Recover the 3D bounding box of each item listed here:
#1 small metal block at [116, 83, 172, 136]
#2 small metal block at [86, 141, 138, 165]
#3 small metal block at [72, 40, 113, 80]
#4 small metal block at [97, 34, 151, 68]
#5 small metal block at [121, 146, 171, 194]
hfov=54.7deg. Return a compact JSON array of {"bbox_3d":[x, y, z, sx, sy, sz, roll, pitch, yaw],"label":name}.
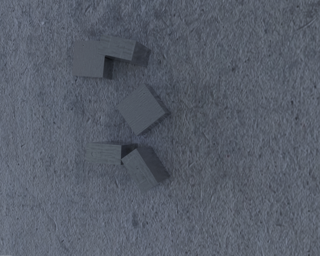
[{"bbox_3d":[-0.022,-0.024,0.417,0.050,0.025,0.050,-38,78,16],"label":"small metal block"},{"bbox_3d":[-0.064,0.033,0.418,0.050,0.050,0.025,3,91,20],"label":"small metal block"},{"bbox_3d":[-0.095,-0.097,0.442,0.050,0.025,0.050,7,92,19],"label":"small metal block"},{"bbox_3d":[-0.046,-0.102,0.412,0.050,0.050,0.025,16,96,19],"label":"small metal block"},{"bbox_3d":[-0.017,0.052,0.402,0.025,0.050,0.050,-37,79,16],"label":"small metal block"}]
